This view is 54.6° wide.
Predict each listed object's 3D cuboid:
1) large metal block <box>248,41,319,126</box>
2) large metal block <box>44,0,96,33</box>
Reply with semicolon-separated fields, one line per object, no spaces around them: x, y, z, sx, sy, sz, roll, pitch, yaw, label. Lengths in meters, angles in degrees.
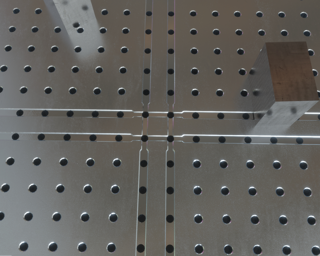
0.155;-0.055;0.403;0.050;0.080;0.080;-2;70;-1;large metal block
-0.145;-0.204;0.456;0.050;0.080;0.080;-34;74;-11;large metal block
